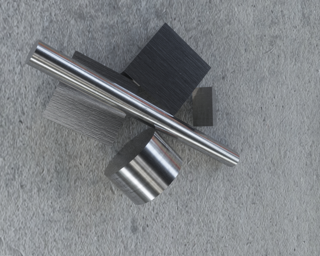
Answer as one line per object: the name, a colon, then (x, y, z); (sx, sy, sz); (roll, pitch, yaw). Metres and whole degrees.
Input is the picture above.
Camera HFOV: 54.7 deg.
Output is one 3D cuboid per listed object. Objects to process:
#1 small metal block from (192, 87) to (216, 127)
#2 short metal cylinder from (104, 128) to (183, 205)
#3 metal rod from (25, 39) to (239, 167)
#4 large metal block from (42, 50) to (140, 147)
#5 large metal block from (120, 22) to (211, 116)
small metal block: (0.061, -0.028, 0.417); (0.025, 0.050, 0.050); (-1, 91, 16)
short metal cylinder: (-0.020, 0.045, 0.373); (0.080, 0.080, 0.050); (-46, 105, -14)
metal rod: (-0.005, -0.012, 0.365); (0.301, 0.025, 0.025); (27, 81, -35)
large metal block: (-0.082, -0.032, 0.367); (0.080, 0.050, 0.080); (26, 81, -18)
large metal block: (0.003, -0.071, 0.396); (0.080, 0.050, 0.080); (41, 77, -16)
